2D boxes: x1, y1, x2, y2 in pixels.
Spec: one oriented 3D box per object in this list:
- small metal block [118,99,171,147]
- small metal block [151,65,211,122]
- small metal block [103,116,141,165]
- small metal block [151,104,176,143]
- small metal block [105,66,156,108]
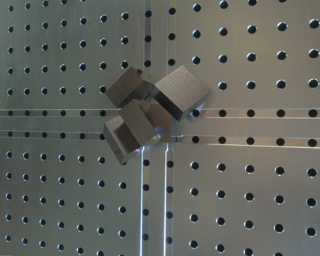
[{"bbox_3d":[-0.018,-0.006,0.379,0.025,0.050,0.050,-38,79,15],"label":"small metal block"},{"bbox_3d":[0.026,-0.044,0.389,0.050,0.025,0.050,-38,74,-25],"label":"small metal block"},{"bbox_3d":[-0.052,0.017,0.415,0.025,0.050,0.050,-28,79,-20],"label":"small metal block"},{"bbox_3d":[-0.006,-0.006,0.415,0.050,0.025,0.050,1,90,19],"label":"small metal block"},{"bbox_3d":[-0.037,-0.052,0.413,0.050,0.050,0.025,-43,77,15],"label":"small metal block"}]
